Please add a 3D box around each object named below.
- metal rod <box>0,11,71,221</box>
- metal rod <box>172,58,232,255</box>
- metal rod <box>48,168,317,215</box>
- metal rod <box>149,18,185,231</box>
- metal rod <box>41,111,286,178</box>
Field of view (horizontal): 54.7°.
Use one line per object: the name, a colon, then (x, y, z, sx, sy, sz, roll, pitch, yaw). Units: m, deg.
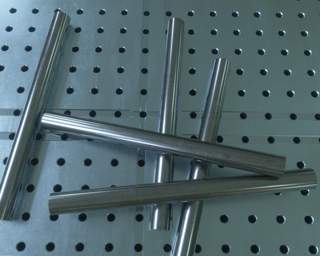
metal rod: (-0.169, -0.030, 0.420, 0.025, 0.025, 0.299, 8, 70, 2)
metal rod: (0.054, 0.043, 0.396, 0.025, 0.025, 0.299, 13, 70, 4)
metal rod: (0.028, 0.073, 0.357, 0.302, 0.025, 0.025, -5, 70, -3)
metal rod: (0.012, -0.019, 0.418, 0.025, 0.025, 0.299, 5, 70, 1)
metal rod: (-0.007, 0.017, 0.380, 0.301, 0.025, 0.025, 11, 70, 13)
